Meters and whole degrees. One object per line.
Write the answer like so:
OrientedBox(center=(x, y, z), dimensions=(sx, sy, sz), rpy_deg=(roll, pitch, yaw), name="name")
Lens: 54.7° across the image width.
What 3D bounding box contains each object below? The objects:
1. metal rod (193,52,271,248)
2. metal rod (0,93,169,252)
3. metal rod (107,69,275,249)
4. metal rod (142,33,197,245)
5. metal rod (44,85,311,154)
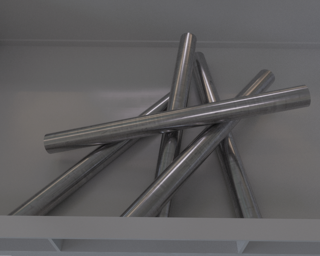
OrientedBox(center=(0.079, 0.001, 0.404), dimensions=(0.025, 0.025, 0.300), rpy_deg=(-6, 50, -5), name="metal rod")
OrientedBox(center=(-0.071, 0.035, 0.375), dimensions=(0.025, 0.025, 0.302), rpy_deg=(35, 58, 26), name="metal rod")
OrientedBox(center=(0.056, 0.013, 0.357), dimensions=(0.025, 0.025, 0.302), rpy_deg=(32, 54, 24), name="metal rod")
OrientedBox(center=(0.019, -0.010, 0.389), dimensions=(0.025, 0.025, 0.300), rpy_deg=(7, 57, 6), name="metal rod")
OrientedBox(center=(0.014, -0.008, 0.357), dimensions=(0.301, 0.025, 0.025), rpy_deg=(-11, 50, 6), name="metal rod")
